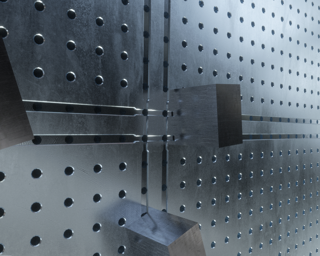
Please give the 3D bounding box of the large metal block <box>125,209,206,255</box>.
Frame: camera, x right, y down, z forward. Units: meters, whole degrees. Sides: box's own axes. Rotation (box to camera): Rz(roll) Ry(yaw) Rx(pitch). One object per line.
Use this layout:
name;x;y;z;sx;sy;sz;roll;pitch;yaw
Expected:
large metal block;0.010;0.156;0.384;0.050;0.080;0.080;-24;105;-38

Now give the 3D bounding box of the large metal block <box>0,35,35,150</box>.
large metal block;-0.151;-0.022;0.248;0.050;0.080;0.079;-22;104;-38

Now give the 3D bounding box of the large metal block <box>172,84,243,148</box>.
large metal block;0.064;-0.017;0.430;0.050;0.080;0.079;-6;94;-40
